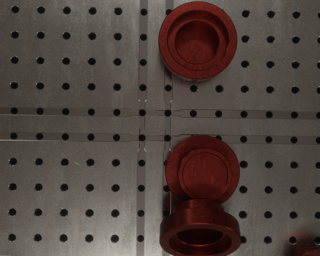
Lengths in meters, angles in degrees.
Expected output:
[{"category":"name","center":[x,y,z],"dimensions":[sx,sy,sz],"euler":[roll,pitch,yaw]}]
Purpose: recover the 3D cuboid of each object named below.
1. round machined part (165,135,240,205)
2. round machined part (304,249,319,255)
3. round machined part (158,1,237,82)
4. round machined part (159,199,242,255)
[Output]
[{"category":"round machined part","center":[0.056,0.058,0.406],"dimensions":[0.099,0.042,0.097],"euler":[0,90,-1]},{"category":"round machined part","center":[0.219,0.207,0.408],"dimensions":[0.099,0.042,0.097],"euler":[0,90,-1]},{"category":"round machined part","center":[0.047,-0.109,0.405],"dimensions":[0.099,0.042,0.097],"euler":[0,90,-1]},{"category":"round machined part","center":[0.049,0.125,0.389],"dimensions":[0.099,0.042,0.097],"euler":[1,135,1]}]
